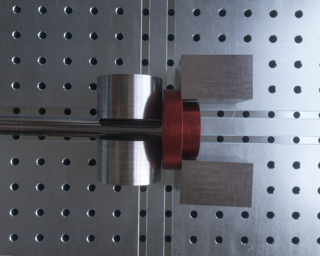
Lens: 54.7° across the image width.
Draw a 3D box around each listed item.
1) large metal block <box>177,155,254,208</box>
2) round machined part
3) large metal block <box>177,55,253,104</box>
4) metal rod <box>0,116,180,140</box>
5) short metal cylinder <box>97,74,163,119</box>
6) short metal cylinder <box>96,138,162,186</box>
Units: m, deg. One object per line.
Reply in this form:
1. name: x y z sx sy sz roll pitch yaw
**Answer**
1. large metal block: 0.064 0.062 0.387 0.080 0.080 0.050 3 90 0
2. round machined part: 0.025 0.002 0.376 0.042 0.098 0.097 1 90 0
3. large metal block: 0.064 -0.058 0.387 0.081 0.080 0.050 0 90 0
4. metal rod: -0.120 -0.001 0.401 0.302 0.025 0.025 2 90 4
5. short metal cylinder: -0.037 -0.036 0.385 0.081 0.080 0.050 1 91 0
6. short metal cylinder: -0.038 0.039 0.385 0.081 0.080 0.050 1 91 0
